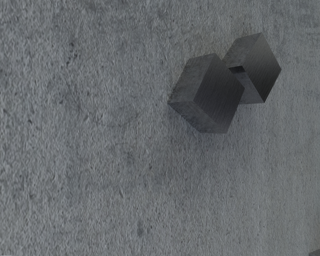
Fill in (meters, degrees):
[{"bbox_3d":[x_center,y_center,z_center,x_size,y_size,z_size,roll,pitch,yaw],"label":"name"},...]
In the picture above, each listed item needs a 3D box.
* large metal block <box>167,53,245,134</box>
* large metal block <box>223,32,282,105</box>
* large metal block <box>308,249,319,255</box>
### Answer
[{"bbox_3d":[0.068,-0.047,0.445,0.080,0.050,0.080,40,66,-33],"label":"large metal block"},{"bbox_3d":[0.149,-0.096,0.512,0.080,0.050,0.080,49,61,-29],"label":"large metal block"},{"bbox_3d":[0.393,0.314,0.699,0.081,0.080,0.050,6,86,-40],"label":"large metal block"}]
